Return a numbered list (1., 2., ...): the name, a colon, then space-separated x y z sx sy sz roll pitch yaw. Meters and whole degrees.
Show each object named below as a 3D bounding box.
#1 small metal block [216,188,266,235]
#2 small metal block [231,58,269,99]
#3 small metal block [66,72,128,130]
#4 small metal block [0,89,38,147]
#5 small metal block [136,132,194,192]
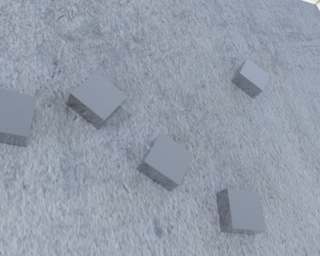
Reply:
1. small metal block: 0.103 0.107 0.396 0.050 0.025 0.050 13 56 -22
2. small metal block: 0.160 -0.088 0.546 0.050 0.025 0.050 37 51 -4
3. small metal block: -0.077 -0.034 0.384 0.050 0.025 0.050 39 51 -2
4. small metal block: -0.161 -0.012 0.325 0.050 0.025 0.050 13 56 -21
5. small metal block: 0.007 0.042 0.384 0.050 0.025 0.050 35 51 -6
